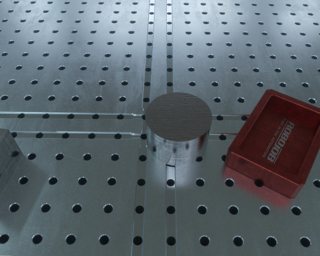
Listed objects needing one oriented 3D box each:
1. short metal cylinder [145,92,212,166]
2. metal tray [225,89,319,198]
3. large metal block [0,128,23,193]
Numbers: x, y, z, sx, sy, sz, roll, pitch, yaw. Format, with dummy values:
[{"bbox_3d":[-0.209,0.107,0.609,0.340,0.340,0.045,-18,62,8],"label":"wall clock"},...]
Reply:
[{"bbox_3d":[0.022,0.000,0.391,0.081,0.050,0.080,0,50,0],"label":"short metal cylinder"},{"bbox_3d":[0.152,0.013,0.394,0.090,0.030,0.131,27,55,21],"label":"metal tray"},{"bbox_3d":[-0.221,0.042,0.354,0.080,0.050,0.080,8,51,7],"label":"large metal block"}]
